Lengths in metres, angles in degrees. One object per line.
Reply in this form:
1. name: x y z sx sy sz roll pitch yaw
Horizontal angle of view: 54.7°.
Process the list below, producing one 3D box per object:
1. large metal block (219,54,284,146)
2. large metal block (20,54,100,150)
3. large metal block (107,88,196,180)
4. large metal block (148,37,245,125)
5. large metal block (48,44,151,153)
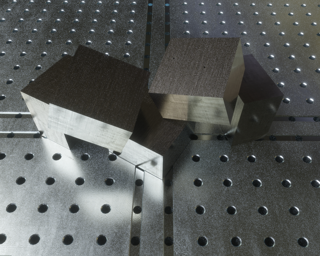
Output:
1. large metal block: 0.106 -0.036 0.404 0.050 0.080 0.080 -13 51 -11
2. large metal block: -0.118 -0.034 0.398 0.050 0.080 0.080 24 54 18
3. large metal block: -0.010 0.004 0.387 0.080 0.050 0.080 26 54 19
4. large metal block: 0.044 -0.054 0.347 0.080 0.050 0.080 7 62 25
5. large metal block: -0.064 -0.030 0.331 0.080 0.050 0.080 20 57 -10
